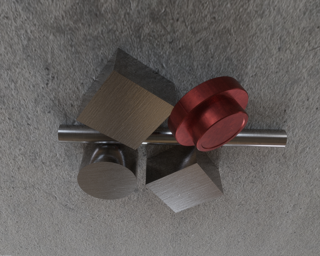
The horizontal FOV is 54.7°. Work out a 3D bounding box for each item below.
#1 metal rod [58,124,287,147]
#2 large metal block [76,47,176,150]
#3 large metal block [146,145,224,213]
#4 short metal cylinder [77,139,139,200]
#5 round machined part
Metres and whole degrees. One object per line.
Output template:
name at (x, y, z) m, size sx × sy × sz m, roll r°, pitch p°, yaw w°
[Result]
metal rod at (0.018, 0.011, 0.420) m, size 0.302 × 0.025 × 0.025 m, roll 1°, pitch 130°, yaw -2°
large metal block at (-0.038, -0.031, 0.362) m, size 0.080 × 0.050 × 0.080 m, roll 30°, pitch 124°, yaw -23°
large metal block at (0.036, 0.071, 0.453) m, size 0.080 × 0.050 × 0.080 m, roll -26°, pitch 126°, yaw 20°
short metal cylinder at (-0.072, 0.057, 0.440) m, size 0.081 × 0.050 × 0.079 m, roll 0°, pitch 130°, yaw 0°
round machined part at (0.062, -0.009, 0.360) m, size 0.099 × 0.042 × 0.098 m, roll -23°, pitch 150°, yaw -14°
